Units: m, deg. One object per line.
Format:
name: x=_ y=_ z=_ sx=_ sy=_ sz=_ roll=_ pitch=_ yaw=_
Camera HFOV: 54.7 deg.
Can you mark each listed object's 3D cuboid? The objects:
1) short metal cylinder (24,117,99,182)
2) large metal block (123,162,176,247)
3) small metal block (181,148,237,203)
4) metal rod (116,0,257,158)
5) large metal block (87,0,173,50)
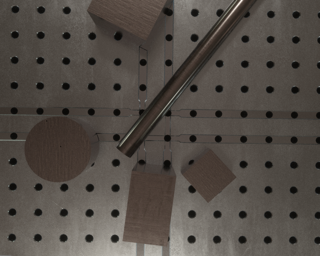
short metal cylinder: x=-0.124 y=0.026 z=0.399 sx=0.081 sy=0.050 sz=0.079 roll=0 pitch=90 yaw=-1
large metal block: x=-0.012 y=0.090 z=0.386 sx=0.050 sy=0.080 sz=0.080 roll=7 pitch=90 yaw=0
small metal block: x=0.064 y=0.062 z=0.414 sx=0.050 sy=0.025 sz=0.050 roll=-42 pitch=91 yaw=0
metal rod: x=0.045 y=-0.085 z=0.413 sx=0.025 sy=0.025 sz=0.300 roll=39 pitch=90 yaw=-1
large metal block: x=-0.035 y=-0.160 z=0.400 sx=0.080 sy=0.050 sz=0.080 roll=27 pitch=90 yaw=-1
